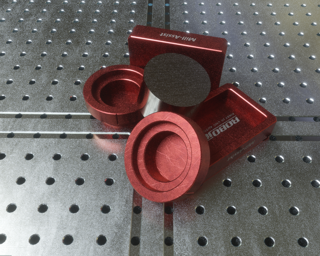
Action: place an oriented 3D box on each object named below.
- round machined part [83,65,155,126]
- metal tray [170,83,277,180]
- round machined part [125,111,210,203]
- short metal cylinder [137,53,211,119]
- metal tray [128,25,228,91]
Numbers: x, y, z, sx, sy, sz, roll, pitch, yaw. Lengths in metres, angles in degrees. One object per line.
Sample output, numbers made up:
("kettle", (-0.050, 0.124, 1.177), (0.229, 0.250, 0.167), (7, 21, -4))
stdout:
("round machined part", (-0.053, -0.041, 0.431), (0.099, 0.042, 0.098), (0, 50, 0))
("metal tray", (0.073, 0.000, 0.404), (0.131, 0.030, 0.090), (-30, 56, -23))
("round machined part", (0.011, 0.033, 0.347), (0.098, 0.042, 0.097), (-6, 79, 32))
("short metal cylinder", (0.016, -0.045, 0.381), (0.081, 0.050, 0.080), (7, 58, -10))
("metal tray", (0.023, -0.091, 0.442), (0.131, 0.089, 0.030), (12, 51, 9))
